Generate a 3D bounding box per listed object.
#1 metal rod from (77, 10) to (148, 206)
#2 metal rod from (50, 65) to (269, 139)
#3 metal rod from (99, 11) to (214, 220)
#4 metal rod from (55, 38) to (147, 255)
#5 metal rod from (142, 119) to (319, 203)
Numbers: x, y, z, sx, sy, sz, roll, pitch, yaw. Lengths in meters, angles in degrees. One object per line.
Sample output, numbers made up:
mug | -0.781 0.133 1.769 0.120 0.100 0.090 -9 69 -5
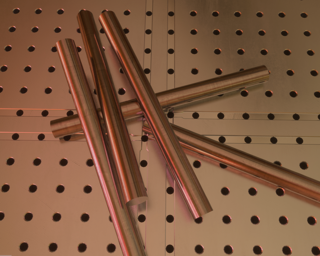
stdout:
metal rod | -0.070 -0.045 0.403 0.025 0.025 0.299 -17 62 -6
metal rod | 0.004 -0.038 0.425 0.302 0.025 0.025 -15 71 -6
metal rod | -0.013 -0.030 0.395 0.025 0.025 0.299 -23 71 -8
metal rod | -0.074 0.026 0.381 0.025 0.025 0.299 -19 79 -7
metal rod | 0.120 0.049 0.394 0.301 0.025 0.025 22 72 7
